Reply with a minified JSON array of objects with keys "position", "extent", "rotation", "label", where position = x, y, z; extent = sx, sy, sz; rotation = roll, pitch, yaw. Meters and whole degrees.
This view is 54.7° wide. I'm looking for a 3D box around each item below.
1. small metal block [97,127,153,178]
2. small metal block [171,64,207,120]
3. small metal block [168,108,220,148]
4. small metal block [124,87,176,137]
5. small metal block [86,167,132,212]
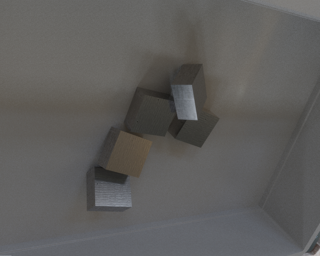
[{"position":[-0.044,0.031,0.394],"extent":[0.050,0.025,0.050],"rotation":[22,88,-36],"label":"small metal block"},{"position":[0.038,-0.045,0.383],"extent":[0.050,0.025,0.050],"rotation":[-62,147,-45],"label":"small metal block"},{"position":[0.046,-0.005,0.430],"extent":[0.050,0.025,0.050],"rotation":[20,108,-36],"label":"small metal block"},{"position":[-0.011,-0.020,0.390],"extent":[0.050,0.025,0.050],"rotation":[9,114,-33],"label":"small metal block"},{"position":[-0.066,0.080,0.402],"extent":[0.050,0.050,0.025],"rotation":[12,147,-33],"label":"small metal block"}]
